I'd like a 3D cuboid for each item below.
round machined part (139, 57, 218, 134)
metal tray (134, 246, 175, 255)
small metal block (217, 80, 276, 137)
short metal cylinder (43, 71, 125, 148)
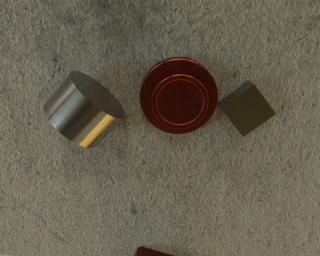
[{"bbox_3d":[0.024,-0.037,0.387,0.099,0.042,0.097,0,110,-1],"label":"round machined part"},{"bbox_3d":[-0.014,0.262,0.503,0.091,0.030,0.129,19,109,-8],"label":"metal tray"},{"bbox_3d":[0.112,-0.025,0.402,0.050,0.025,0.050,-38,106,12],"label":"small metal block"},{"bbox_3d":[-0.089,-0.023,0.371,0.080,0.080,0.050,41,105,-14],"label":"short metal cylinder"}]
